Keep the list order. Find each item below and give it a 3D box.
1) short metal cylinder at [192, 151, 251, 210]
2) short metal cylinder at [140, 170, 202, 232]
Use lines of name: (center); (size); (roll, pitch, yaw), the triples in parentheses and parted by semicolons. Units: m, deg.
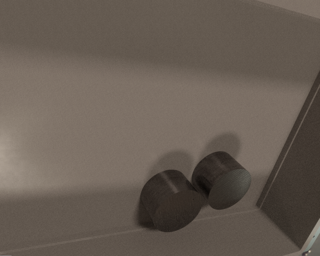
short metal cylinder: (0.099, 0.085, 0.502); (0.081, 0.050, 0.079); (-14, 125, -21)
short metal cylinder: (0.017, 0.111, 0.472); (0.081, 0.050, 0.079); (-14, 125, -21)
